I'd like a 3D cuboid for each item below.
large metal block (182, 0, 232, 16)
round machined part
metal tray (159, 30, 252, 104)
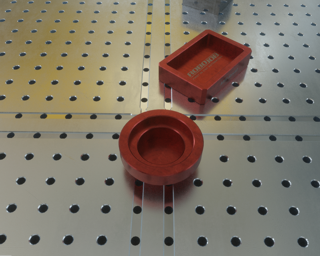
[{"bbox_3d":[0.101,-0.280,0.628,0.080,0.050,0.080,25,54,19],"label":"large metal block"},{"bbox_3d":[0.001,0.027,0.374,0.099,0.042,0.098,0,50,0],"label":"round machined part"},{"bbox_3d":[0.072,-0.101,0.490,0.090,0.030,0.131,34,57,25],"label":"metal tray"}]
